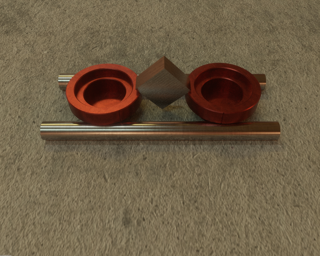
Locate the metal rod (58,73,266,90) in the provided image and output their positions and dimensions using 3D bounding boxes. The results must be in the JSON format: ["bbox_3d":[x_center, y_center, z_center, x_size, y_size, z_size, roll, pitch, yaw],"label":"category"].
[{"bbox_3d":[0.004,-0.069,0.462,0.302,0.025,0.025,0,50,0],"label":"metal rod"}]

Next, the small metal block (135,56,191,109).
[{"bbox_3d":[0.004,-0.058,0.403,0.050,0.050,0.025,-31,40,31],"label":"small metal block"}]

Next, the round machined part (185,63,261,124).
[{"bbox_3d":[0.083,-0.042,0.423,0.099,0.042,0.098,0,50,0],"label":"round machined part"}]

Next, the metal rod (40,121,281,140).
[{"bbox_3d":[0.001,0.003,0.401,0.302,0.025,0.025,0,50,0],"label":"metal rod"}]

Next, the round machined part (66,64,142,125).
[{"bbox_3d":[-0.074,-0.040,0.421,0.099,0.042,0.098,0,50,0],"label":"round machined part"}]
